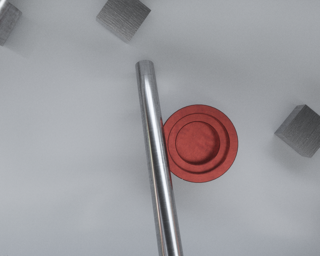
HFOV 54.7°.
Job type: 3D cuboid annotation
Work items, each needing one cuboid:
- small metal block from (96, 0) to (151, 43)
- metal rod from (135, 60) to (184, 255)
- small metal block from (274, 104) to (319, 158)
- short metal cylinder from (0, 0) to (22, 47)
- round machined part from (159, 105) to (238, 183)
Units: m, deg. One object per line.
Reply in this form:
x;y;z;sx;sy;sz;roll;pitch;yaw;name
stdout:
-0.048;-0.147;0.405;0.050;0.025;0.050;35;90;-15;small metal block
0.000;0.051;0.351;0.025;0.025;0.299;-8;66;0;metal rod
0.192;0.004;0.414;0.050;0.025;0.050;39;90;-1;small metal block
-0.221;-0.144;0.381;0.080;0.080;0.050;30;90;-1;short metal cylinder
0.048;0.019;0.404;0.099;0.042;0.097;0;90;-1;round machined part
